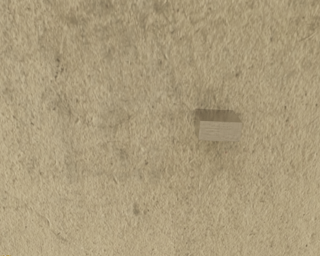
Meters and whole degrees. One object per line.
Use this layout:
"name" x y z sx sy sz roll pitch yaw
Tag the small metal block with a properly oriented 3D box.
"small metal block" 0.072 -0.004 0.395 0.050 0.050 0.025 2 110 -1
